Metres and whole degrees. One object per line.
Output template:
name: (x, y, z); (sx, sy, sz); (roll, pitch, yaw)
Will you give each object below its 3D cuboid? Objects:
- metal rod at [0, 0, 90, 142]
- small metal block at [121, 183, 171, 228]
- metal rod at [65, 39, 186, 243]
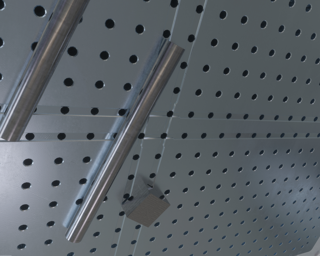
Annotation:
metal rod: (-0.084, -0.116, 0.293); (0.025, 0.025, 0.299); (22, 107, -36)
small metal block: (-0.021, 0.119, 0.474); (0.050, 0.025, 0.050); (-46, 129, 4)
metal rod: (-0.052, 0.028, 0.400); (0.025, 0.025, 0.298); (18, 109, -35)
